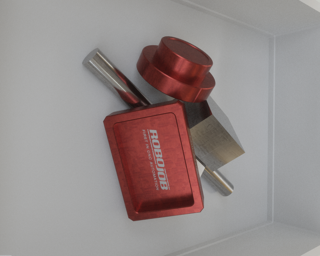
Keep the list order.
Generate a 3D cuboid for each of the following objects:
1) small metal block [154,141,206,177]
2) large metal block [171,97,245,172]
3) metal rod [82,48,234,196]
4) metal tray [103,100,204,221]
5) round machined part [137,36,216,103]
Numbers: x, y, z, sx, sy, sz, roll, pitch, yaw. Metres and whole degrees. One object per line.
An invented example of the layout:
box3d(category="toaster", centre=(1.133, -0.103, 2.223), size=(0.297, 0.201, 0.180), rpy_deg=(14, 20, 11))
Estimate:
box3d(category="small metal block", centre=(0.025, 0.042, 0.411), size=(0.050, 0.050, 0.025), rpy_deg=(46, 63, -31))
box3d(category="large metal block", centre=(0.061, -0.002, 0.416), size=(0.080, 0.050, 0.080), rpy_deg=(44, 21, -31))
box3d(category="metal rod", centre=(0.015, 0.010, 0.419), size=(0.300, 0.025, 0.025), rpy_deg=(44, 63, -31))
box3d(category="metal tray", centre=(-0.005, 0.039, 0.362), size=(0.030, 0.090, 0.129), rpy_deg=(-58, 137, -75))
box3d(category="round machined part", centre=(0.025, -0.076, 0.377), size=(0.099, 0.098, 0.042), rpy_deg=(-3, 132, -40))
